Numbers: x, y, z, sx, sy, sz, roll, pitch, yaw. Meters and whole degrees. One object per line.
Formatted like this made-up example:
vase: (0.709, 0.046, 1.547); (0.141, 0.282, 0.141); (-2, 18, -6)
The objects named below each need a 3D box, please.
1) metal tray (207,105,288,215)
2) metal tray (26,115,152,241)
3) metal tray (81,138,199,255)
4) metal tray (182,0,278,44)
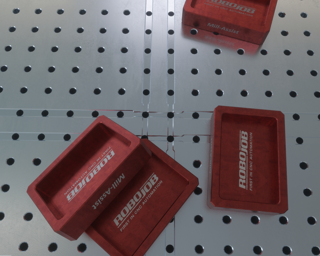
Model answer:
metal tray: (0.110, 0.039, 0.395); (0.090, 0.030, 0.130); (5, 70, 2)
metal tray: (-0.084, 0.052, 0.366); (0.130, 0.030, 0.090); (-47, 46, -14)
metal tray: (-0.026, 0.089, 0.376); (0.090, 0.030, 0.130); (38, 74, 12)
metal tray: (0.109, -0.189, 0.478); (0.130, 0.030, 0.090); (17, 71, 6)
